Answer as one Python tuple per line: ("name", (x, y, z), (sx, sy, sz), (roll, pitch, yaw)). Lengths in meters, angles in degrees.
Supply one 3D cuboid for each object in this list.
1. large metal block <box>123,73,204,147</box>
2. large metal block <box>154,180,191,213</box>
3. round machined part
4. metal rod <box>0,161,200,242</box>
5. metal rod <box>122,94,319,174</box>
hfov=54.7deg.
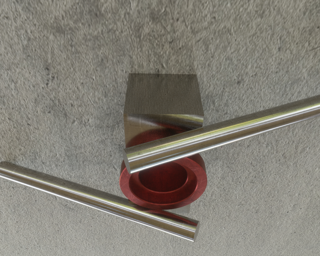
("large metal block", (0.003, -0.021, 0.355), (0.081, 0.080, 0.050), (1, 130, -1))
("large metal block", (0.000, 0.071, 0.433), (0.081, 0.080, 0.050), (1, 130, -1))
("round machined part", (0.004, 0.050, 0.363), (0.099, 0.042, 0.097), (-1, 130, 0))
("metal rod", (-0.096, 0.091, 0.412), (0.301, 0.025, 0.025), (12, 133, 19))
("metal rod", (0.108, -0.006, 0.335), (0.302, 0.025, 0.025), (-15, 132, -17))
